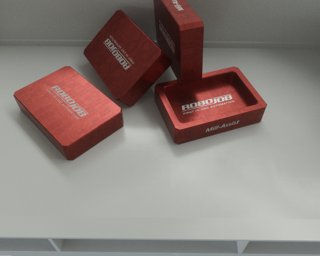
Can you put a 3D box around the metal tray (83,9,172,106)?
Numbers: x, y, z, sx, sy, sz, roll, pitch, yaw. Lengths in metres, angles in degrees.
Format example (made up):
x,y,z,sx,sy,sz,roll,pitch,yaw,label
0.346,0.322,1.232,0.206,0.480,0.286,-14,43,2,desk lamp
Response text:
x,y,z,sx,sy,sz,roll,pitch,yaw,label
-0.052,-0.106,0.458,0.090,0.030,0.130,-46,56,12,metal tray

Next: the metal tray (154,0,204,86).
x,y,z,sx,sy,sz,roll,pitch,yaw,label
0.024,-0.134,0.440,0.030,0.089,0.130,-14,46,-8,metal tray

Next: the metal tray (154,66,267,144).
x,y,z,sx,sy,sz,roll,pitch,yaw,label
0.067,-0.035,0.431,0.131,0.030,0.090,-15,52,-12,metal tray

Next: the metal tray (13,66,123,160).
x,y,z,sx,sy,sz,roll,pitch,yaw,label
-0.124,-0.026,0.423,0.091,0.030,0.130,-36,59,-27,metal tray
